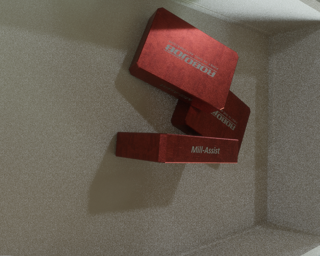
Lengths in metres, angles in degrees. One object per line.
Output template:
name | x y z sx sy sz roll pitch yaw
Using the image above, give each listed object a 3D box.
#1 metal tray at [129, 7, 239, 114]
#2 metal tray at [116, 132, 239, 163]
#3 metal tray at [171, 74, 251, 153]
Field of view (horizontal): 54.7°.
metal tray | 0.035 -0.086 0.409 0.131 0.030 0.090 25 73 -20
metal tray | 0.023 0.025 0.385 0.131 0.090 0.030 6 87 -40
metal tray | 0.083 -0.019 0.475 0.130 0.030 0.090 32 70 -36
